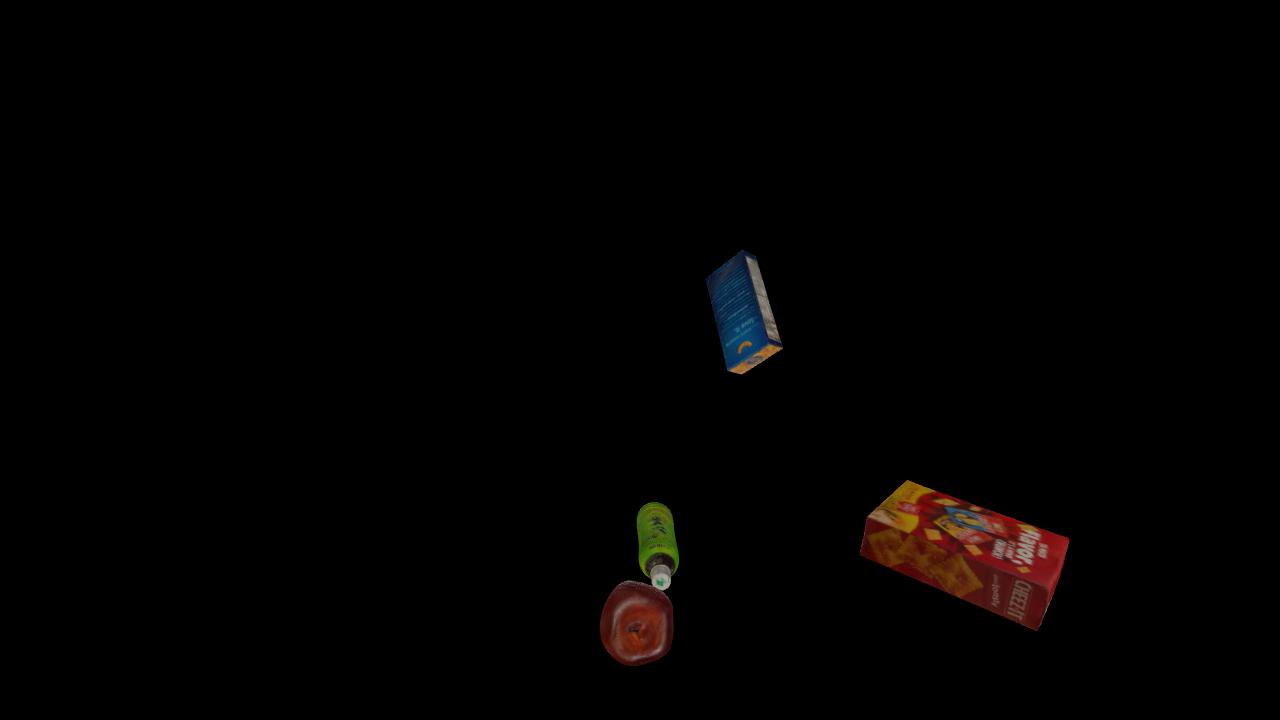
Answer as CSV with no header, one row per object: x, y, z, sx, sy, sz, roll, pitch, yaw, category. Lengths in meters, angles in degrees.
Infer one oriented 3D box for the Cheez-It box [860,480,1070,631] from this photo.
0.444,0.256,0.847,0.223,0.071,0.166,17,20,38,Cheez-It box

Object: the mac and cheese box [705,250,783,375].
0.166,-0.079,0.998,0.041,0.184,0.093,15,-37,-37,mac and cheese box

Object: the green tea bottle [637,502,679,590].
0.031,0.321,1.059,0.073,0.073,0.212,0,13,-4,green tea bottle

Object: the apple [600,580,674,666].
-0.003,0.262,0.618,0.079,0.079,0.093,0,-13,1,apple
